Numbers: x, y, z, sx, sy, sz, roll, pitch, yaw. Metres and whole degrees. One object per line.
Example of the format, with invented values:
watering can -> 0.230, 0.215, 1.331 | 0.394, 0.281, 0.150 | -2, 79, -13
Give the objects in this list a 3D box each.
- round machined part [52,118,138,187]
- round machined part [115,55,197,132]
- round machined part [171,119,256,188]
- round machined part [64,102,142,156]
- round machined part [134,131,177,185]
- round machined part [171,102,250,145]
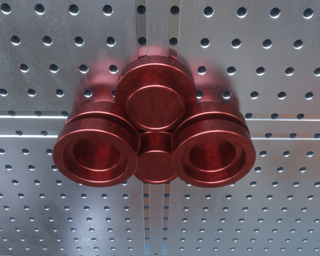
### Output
round machined part -> -0.076, 0.025, 0.378 | 0.099, 0.042, 0.097 | 0, 130, 0
round machined part -> -0.005, -0.033, 0.371 | 0.099, 0.042, 0.097 | 0, 130, 0
round machined part -> 0.063, 0.027, 0.381 | 0.099, 0.042, 0.097 | 0, 130, 0
round machined part -> -0.073, 0.005, 0.403 | 0.099, 0.042, 0.097 | 0, 130, 0
round machined part -> -0.005, 0.042, 0.435 | 0.099, 0.042, 0.097 | 0, 130, 0
round machined part -> 0.063, 0.005, 0.404 | 0.099, 0.042, 0.097 | 0, 130, 0
